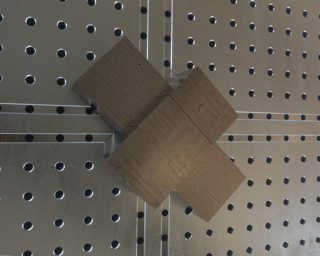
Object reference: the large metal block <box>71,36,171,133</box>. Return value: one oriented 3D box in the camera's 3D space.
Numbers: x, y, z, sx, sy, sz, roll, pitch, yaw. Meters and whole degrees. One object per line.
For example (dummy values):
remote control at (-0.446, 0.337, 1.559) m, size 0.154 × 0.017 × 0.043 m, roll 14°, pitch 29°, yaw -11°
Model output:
large metal block at (-0.048, -0.050, 0.379) m, size 0.080 × 0.050 × 0.080 m, roll -47°, pitch 105°, yaw -13°

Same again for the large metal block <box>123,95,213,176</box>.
large metal block at (0.005, 0.009, 0.387) m, size 0.050 × 0.080 × 0.080 m, roll -46°, pitch 105°, yaw -14°

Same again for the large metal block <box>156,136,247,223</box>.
large metal block at (0.054, 0.065, 0.421) m, size 0.080 × 0.050 × 0.080 m, roll -45°, pitch 105°, yaw -14°

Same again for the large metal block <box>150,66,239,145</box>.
large metal block at (0.040, -0.026, 0.400) m, size 0.050 × 0.080 × 0.080 m, roll -46°, pitch 105°, yaw -14°

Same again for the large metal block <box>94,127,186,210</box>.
large metal block at (-0.028, 0.044, 0.374) m, size 0.050 × 0.080 × 0.080 m, roll -46°, pitch 105°, yaw -14°
